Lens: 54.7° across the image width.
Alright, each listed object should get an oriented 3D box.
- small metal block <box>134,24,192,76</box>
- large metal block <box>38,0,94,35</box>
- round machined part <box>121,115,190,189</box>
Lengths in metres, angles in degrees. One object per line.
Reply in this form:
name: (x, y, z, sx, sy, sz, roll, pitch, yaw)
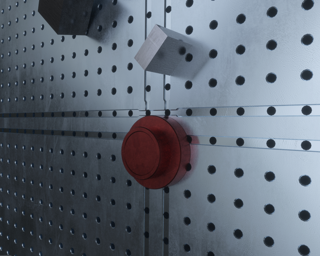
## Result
small metal block: (0.004, -0.096, 0.388, 0.050, 0.050, 0.025, -52, 60, 27)
large metal block: (-0.155, -0.209, 0.507, 0.080, 0.050, 0.079, 48, 131, 29)
round machined part: (-0.013, 0.032, 0.407, 0.098, 0.042, 0.097, 0, 90, 39)
